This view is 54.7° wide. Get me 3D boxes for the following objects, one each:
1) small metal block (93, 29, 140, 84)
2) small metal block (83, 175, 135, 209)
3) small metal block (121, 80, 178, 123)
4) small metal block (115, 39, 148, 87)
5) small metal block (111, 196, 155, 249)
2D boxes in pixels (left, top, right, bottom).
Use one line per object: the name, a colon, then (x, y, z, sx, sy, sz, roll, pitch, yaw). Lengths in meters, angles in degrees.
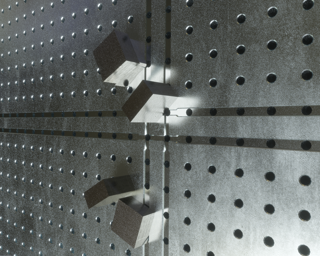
small metal block: (-0.061, -0.097, 0.425, 0.050, 0.025, 0.050, -34, 69, 34)
small metal block: (-0.074, 0.093, 0.452, 0.050, 0.050, 0.025, -36, 68, 34)
small metal block: (-0.013, -0.033, 0.402, 0.050, 0.050, 0.025, -49, 61, 29)
small metal block: (-0.052, -0.096, 0.450, 0.050, 0.025, 0.050, -43, 65, 31)
small metal block: (-0.039, 0.132, 0.439, 0.050, 0.025, 0.050, 24, 105, 37)
